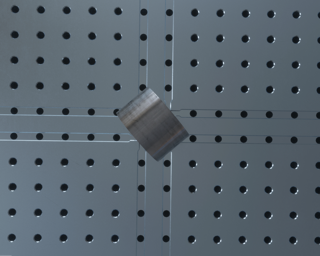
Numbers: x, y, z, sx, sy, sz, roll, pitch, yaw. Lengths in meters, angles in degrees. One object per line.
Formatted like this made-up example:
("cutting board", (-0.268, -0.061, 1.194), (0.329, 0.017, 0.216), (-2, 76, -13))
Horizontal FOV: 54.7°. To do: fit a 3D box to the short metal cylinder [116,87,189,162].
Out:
("short metal cylinder", (-0.009, -0.005, 0.385), (0.050, 0.080, 0.080), (-40, 91, 0))
